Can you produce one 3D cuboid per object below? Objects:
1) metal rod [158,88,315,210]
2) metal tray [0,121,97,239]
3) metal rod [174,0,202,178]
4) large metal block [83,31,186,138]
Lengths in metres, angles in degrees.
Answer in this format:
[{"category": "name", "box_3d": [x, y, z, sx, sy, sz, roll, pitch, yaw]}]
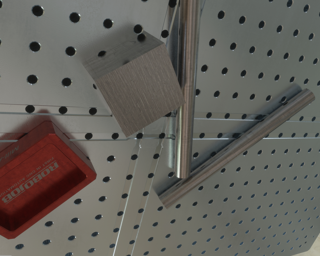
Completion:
[{"category": "metal rod", "box_3d": [0.126, 0.031, 0.502, 0.301, 0.025, 0.025, -35, 129, -5]}, {"category": "metal tray", "box_3d": [-0.153, 0.064, 0.363, 0.130, 0.030, 0.090, -36, 130, -4]}, {"category": "metal rod", "box_3d": [0.034, -0.057, 0.395, 0.025, 0.025, 0.298, -14, 125, -21]}, {"category": "large metal block", "box_3d": [-0.027, -0.049, 0.351, 0.080, 0.050, 0.080, -31, 129, -9]}]
